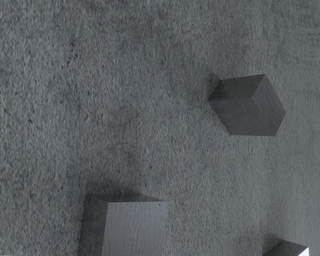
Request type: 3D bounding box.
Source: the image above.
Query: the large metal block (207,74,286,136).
[{"bbox_3d":[0.135,-0.033,0.481,0.080,0.080,0.050,50,61,-28],"label":"large metal block"}]

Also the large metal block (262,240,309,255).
[{"bbox_3d":[0.243,0.274,0.592,0.081,0.050,0.079,-11,97,-40],"label":"large metal block"}]

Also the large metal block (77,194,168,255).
[{"bbox_3d":[-0.042,0.120,0.353,0.081,0.050,0.080,10,83,-40],"label":"large metal block"}]
